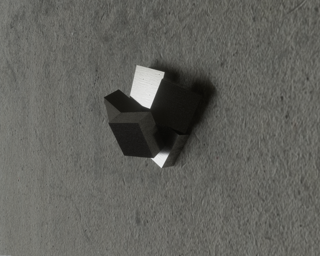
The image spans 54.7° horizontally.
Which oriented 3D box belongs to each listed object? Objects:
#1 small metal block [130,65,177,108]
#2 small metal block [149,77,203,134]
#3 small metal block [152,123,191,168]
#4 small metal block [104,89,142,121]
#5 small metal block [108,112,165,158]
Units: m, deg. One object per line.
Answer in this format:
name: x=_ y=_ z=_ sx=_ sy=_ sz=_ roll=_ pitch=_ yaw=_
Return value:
small metal block: x=-0.010 y=-0.053 z=0.414 sx=0.050 sy=0.025 sz=0.050 roll=22 pitch=104 yaw=37
small metal block: x=0.018 y=-0.028 z=0.375 sx=0.050 sy=0.025 sz=0.050 roll=23 pitch=107 yaw=2
small metal block: x=0.004 y=0.016 z=0.402 sx=0.050 sy=0.025 sz=0.050 roll=40 pitch=114 yaw=32
small metal block: x=-0.050 y=-0.017 z=0.430 sx=0.050 sy=0.025 sz=0.050 roll=40 pitch=150 yaw=31
small metal block: x=-0.028 y=0.008 z=0.381 sx=0.050 sy=0.025 sz=0.050 roll=0 pitch=123 yaw=39
